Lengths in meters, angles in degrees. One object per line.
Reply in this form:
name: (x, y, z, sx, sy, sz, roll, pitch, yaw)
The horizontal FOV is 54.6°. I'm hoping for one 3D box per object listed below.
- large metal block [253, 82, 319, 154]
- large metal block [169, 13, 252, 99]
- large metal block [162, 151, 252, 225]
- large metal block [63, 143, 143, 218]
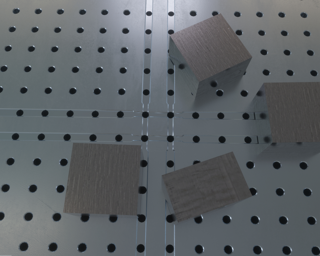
large metal block: (0.173, -0.012, 0.404, 0.080, 0.050, 0.080, -1, 70, 0)
large metal block: (0.067, -0.101, 0.436, 0.080, 0.050, 0.080, -26, 72, -9)
large metal block: (0.048, 0.073, 0.356, 0.080, 0.080, 0.050, -18, 71, -6)
large metal block: (-0.064, 0.065, 0.375, 0.080, 0.050, 0.080, 2, 70, 1)
